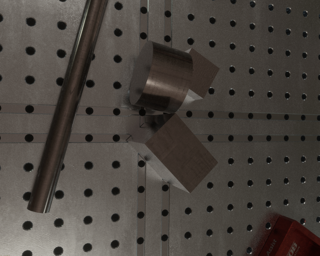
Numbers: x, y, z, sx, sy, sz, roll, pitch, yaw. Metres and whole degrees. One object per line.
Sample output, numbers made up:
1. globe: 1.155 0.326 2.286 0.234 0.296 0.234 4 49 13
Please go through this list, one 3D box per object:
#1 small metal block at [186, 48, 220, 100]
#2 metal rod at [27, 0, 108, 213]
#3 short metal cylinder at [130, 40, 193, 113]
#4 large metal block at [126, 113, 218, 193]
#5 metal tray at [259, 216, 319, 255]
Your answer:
1. small metal block: 0.047 -0.074 0.431 0.050 0.025 0.050 32 79 -18
2. metal rod: -0.105 -0.049 0.374 0.025 0.025 0.299 16 85 -20
3. short metal cylinder: -0.001 -0.062 0.384 0.050 0.080 0.080 13 86 -20
4. large metal block: 0.012 0.029 0.389 0.050 0.080 0.080 -45 105 -14
5. metal tray: 0.200 0.217 0.486 0.090 0.030 0.130 37 78 -17
